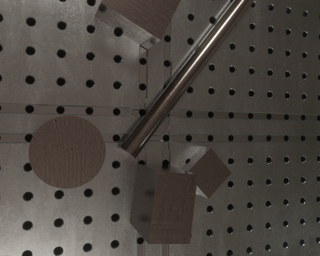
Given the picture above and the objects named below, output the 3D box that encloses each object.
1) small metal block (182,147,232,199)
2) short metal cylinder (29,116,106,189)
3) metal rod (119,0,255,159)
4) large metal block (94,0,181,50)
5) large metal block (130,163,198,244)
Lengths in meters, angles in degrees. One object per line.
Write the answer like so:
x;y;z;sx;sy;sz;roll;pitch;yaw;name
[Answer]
0.064;0.062;0.438;0.050;0.025;0.050;-44;104;-15;small metal block
-0.108;0.026;0.360;0.081;0.050;0.079;0;91;-20;short metal cylinder
0.046;-0.085;0.430;0.025;0.025;0.300;41;77;-16;metal rod
-0.024;-0.160;0.391;0.080;0.050;0.080;28;81;-18;large metal block
0.002;0.090;0.385;0.050;0.080;0.080;8;88;-20;large metal block
